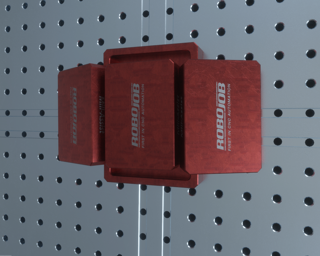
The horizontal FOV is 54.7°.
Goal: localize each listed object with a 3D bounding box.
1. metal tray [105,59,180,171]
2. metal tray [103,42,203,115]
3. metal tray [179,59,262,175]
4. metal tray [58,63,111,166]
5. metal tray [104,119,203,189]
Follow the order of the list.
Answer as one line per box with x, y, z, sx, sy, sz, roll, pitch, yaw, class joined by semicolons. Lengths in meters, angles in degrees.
-0.021;-0.015;0.384;0.090;0.030;0.129;0;90;19;metal tray
-0.011;-0.061;0.412;0.130;0.030;0.089;1;91;19;metal tray
0.070;-0.013;0.365;0.091;0.030;0.129;-1;90;-8;metal tray
-0.106;-0.017;0.427;0.090;0.030;0.129;0;90;45;metal tray
-0.010;0.029;0.413;0.130;0.030;0.089;1;91;19;metal tray
